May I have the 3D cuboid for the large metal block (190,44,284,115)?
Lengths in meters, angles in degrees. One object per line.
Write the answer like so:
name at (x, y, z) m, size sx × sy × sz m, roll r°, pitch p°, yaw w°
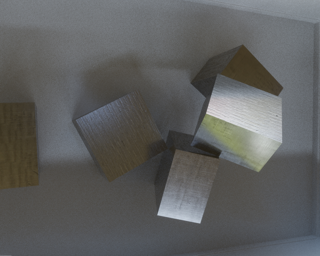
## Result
large metal block at (0.101, -0.058, 0.420) m, size 0.080 × 0.080 × 0.050 m, roll 41°, pitch 77°, yaw -16°

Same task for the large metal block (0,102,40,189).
large metal block at (-0.155, 0.016, 0.324) m, size 0.050 × 0.080 × 0.079 m, roll -3°, pitch 91°, yaw -20°

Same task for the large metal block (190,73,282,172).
large metal block at (0.088, -0.008, 0.353) m, size 0.080 × 0.050 × 0.080 m, roll 22°, pitch 43°, yaw 2°

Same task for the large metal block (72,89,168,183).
large metal block at (-0.050, 0.008, 0.380) m, size 0.080 × 0.050 × 0.080 m, roll -29°, pitch 100°, yaw -18°

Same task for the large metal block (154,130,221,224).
large metal block at (0.029, 0.055, 0.378) m, size 0.050 × 0.080 × 0.079 m, roll 13°, pitch 103°, yaw -7°
